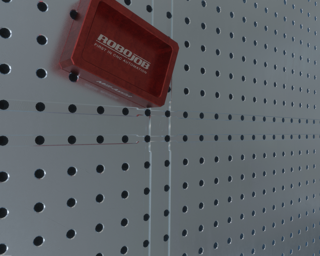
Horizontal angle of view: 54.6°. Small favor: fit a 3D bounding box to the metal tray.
[{"bbox_3d":[-0.041,-0.088,0.369,0.131,0.030,0.090,23,75,-37],"label":"metal tray"}]
